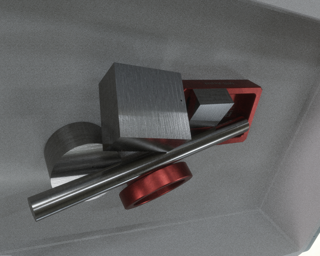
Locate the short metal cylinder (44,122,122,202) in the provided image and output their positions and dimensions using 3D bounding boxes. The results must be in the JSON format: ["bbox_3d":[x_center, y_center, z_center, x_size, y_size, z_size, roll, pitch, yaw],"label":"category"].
[{"bbox_3d":[-0.091,0.039,0.365,0.081,0.050,0.079,-14,125,-21],"label":"short metal cylinder"}]

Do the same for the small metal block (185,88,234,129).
[{"bbox_3d":[0.058,-0.025,0.397,0.050,0.025,0.050,-5,147,-26],"label":"small metal block"}]

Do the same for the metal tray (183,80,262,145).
[{"bbox_3d":[0.073,-0.020,0.432,0.131,0.030,0.089,-5,121,-27],"label":"metal tray"}]

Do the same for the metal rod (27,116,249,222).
[{"bbox_3d":[-0.001,0.037,0.377,0.302,0.025,0.025,-19,127,-31],"label":"metal rod"}]

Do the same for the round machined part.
[{"bbox_3d":[-0.010,0.068,0.413,0.099,0.042,0.098,-25,164,-8],"label":"round machined part"}]

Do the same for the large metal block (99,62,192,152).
[{"bbox_3d":[-0.018,-0.019,0.341,0.081,0.080,0.050,3,159,-29],"label":"large metal block"}]
